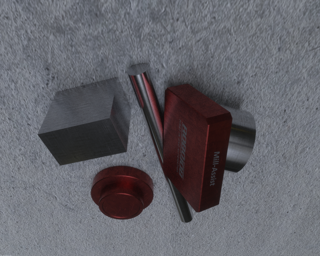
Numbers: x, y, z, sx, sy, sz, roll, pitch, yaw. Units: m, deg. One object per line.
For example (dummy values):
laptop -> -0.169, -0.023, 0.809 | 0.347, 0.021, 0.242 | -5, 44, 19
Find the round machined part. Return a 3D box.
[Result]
round machined part -> -0.060, 0.108, 0.487 | 0.099, 0.042, 0.097 | -1, 130, 0

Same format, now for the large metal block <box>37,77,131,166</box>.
large metal block -> -0.082, -0.009, 0.362 | 0.080, 0.080, 0.050 | -12, 129, 10

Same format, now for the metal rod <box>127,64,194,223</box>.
metal rod -> 0.010, 0.044, 0.444 | 0.025, 0.025, 0.299 | -11, 130, 9

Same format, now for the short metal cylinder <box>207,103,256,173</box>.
short metal cylinder -> 0.074, 0.011, 0.382 | 0.050, 0.080, 0.079 | 14, 129, -12

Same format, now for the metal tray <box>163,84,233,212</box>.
metal tray -> 0.039, 0.023, 0.370 | 0.030, 0.090, 0.129 | -15, 125, -24
